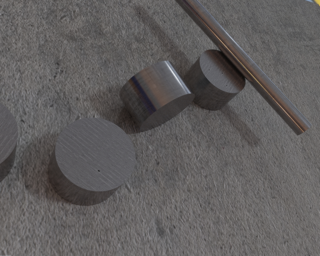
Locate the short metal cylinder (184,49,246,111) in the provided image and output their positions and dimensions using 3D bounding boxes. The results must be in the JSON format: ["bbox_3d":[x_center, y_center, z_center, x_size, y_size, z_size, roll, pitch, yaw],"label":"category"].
[{"bbox_3d":[0.083,-0.073,0.477,0.081,0.050,0.080,14,56,-21],"label":"short metal cylinder"}]

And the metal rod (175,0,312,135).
[{"bbox_3d":[0.115,-0.111,0.469,0.025,0.025,0.300,-34,81,-38],"label":"metal rod"}]

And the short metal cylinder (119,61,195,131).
[{"bbox_3d":[-0.004,-0.039,0.390,0.081,0.080,0.050,-24,75,-36],"label":"short metal cylinder"}]

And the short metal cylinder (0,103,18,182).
[{"bbox_3d":[-0.176,0.015,0.284,0.081,0.050,0.080,14,56,-21],"label":"short metal cylinder"}]

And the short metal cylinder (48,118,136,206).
[{"bbox_3d":[-0.072,0.036,0.327,0.081,0.050,0.080,14,56,-21],"label":"short metal cylinder"}]
